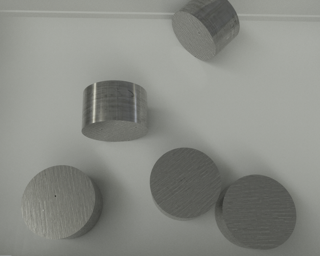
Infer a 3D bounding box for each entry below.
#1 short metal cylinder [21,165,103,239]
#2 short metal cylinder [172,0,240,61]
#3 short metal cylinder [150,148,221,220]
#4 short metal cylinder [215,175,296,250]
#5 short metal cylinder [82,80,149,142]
[{"bbox_3d":[-0.112,0.088,0.363,0.081,0.050,0.080,0,70,0],"label":"short metal cylinder"},{"bbox_3d":[0.063,-0.142,0.433,0.080,0.080,0.050,42,75,13],"label":"short metal cylinder"},{"bbox_3d":[0.029,0.069,0.372,0.081,0.050,0.080,0,70,0],"label":"short metal cylinder"},{"bbox_3d":[0.109,0.099,0.362,0.081,0.050,0.080,0,70,0],"label":"short metal cylinder"},{"bbox_3d":[-0.056,-0.018,0.387,0.081,0.080,0.050,-3,70,-1],"label":"short metal cylinder"}]
